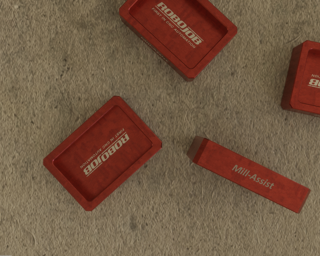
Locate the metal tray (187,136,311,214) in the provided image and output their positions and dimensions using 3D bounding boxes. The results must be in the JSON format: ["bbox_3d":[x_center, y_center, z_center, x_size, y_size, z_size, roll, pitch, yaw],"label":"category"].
[{"bbox_3d":[0.100,0.052,0.378,0.131,0.090,0.030,26,90,0],"label":"metal tray"}]

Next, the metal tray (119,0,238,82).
[{"bbox_3d":[0.023,-0.136,0.407,0.130,0.030,0.090,43,90,0],"label":"metal tray"}]

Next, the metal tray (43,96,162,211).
[{"bbox_3d":[-0.073,0.032,0.406,0.130,0.030,0.090,-42,90,0],"label":"metal tray"}]

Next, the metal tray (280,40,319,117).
[{"bbox_3d":[0.237,-0.056,0.409,0.131,0.030,0.089,12,90,0],"label":"metal tray"}]
